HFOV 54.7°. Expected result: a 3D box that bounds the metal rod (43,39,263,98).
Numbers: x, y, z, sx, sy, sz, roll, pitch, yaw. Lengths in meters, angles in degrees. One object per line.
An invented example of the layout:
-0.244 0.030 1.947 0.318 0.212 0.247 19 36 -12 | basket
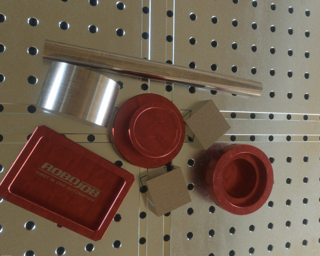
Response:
0.005 -0.075 0.414 0.302 0.025 0.025 7 88 -20 | metal rod

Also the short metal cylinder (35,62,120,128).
-0.091 -0.035 0.349 0.081 0.080 0.050 19 84 -19 | short metal cylinder

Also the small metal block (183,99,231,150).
0.063 -0.005 0.436 0.050 0.025 0.050 -40 103 -16 | small metal block

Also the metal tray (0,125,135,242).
-0.108 0.066 0.370 0.130 0.030 0.090 32 80 -17 | metal tray

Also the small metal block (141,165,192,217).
0.008 0.083 0.416 0.050 0.025 0.050 -20 97 -19 | small metal block

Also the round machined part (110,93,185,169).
-0.012 0.004 0.398 0.099 0.042 0.097 1 87 -20 | round machined part

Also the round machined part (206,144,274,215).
0.109 0.071 0.444 0.099 0.042 0.097 0 90 -20 | round machined part
